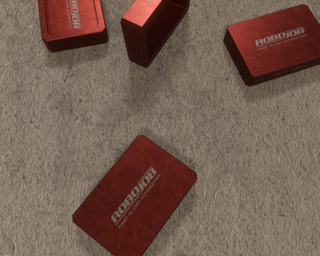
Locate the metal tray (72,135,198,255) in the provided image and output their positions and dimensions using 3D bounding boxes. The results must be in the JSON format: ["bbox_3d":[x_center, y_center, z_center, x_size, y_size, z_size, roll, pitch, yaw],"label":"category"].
[{"bbox_3d":[-0.028,0.085,0.374,0.090,0.030,0.130,35,73,11],"label":"metal tray"}]

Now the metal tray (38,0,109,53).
[{"bbox_3d":[-0.134,-0.184,0.470,0.091,0.030,0.129,-12,71,-5],"label":"metal tray"}]

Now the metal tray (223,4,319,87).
[{"bbox_3d":[0.171,-0.122,0.452,0.131,0.030,0.090,-18,71,-7],"label":"metal tray"}]

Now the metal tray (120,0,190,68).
[{"bbox_3d":[-0.001,-0.159,0.431,0.030,0.090,0.130,28,72,12],"label":"metal tray"}]
